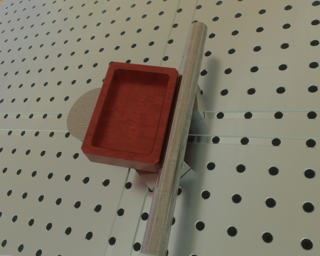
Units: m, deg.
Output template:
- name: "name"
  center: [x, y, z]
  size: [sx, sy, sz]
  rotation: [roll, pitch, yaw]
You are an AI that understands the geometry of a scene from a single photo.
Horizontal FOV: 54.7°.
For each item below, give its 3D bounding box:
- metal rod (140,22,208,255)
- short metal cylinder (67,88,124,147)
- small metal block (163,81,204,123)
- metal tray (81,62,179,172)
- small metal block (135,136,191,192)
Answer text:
- name: "metal rod"
  center: [0.024, -0.007, 0.366]
  size: [0.025, 0.025, 0.300]
  rotation: [-1, 61, 27]
- name: "short metal cylinder"
  center: [-0.083, -0.010, 0.439]
  size: [0.080, 0.050, 0.080]
  rotation: [-13, 56, 20]
- name: "small metal block"
  center: [0.029, -0.031, 0.411]
  size: [0.050, 0.025, 0.050]
  rotation: [-14, 56, 20]
- name: "metal tray"
  center: [-0.032, -0.017, 0.380]
  size: [0.090, 0.030, 0.130]
  rotation: [8, 64, 10]
- name: "small metal block"
  center: [0.000, 0.046, 0.378]
  size: [0.050, 0.025, 0.050]
  rotation: [-43, 51, -2]
